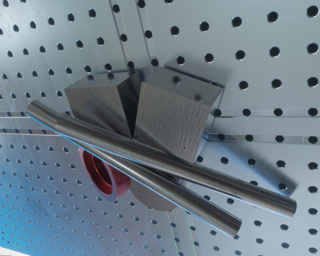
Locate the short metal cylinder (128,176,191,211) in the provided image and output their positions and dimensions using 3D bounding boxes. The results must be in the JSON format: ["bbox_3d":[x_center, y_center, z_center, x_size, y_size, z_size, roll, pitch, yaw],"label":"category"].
[{"bbox_3d":[0.002,0.068,0.430,0.080,0.050,0.079,13,124,21],"label":"short metal cylinder"}]

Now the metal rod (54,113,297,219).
[{"bbox_3d":[0.021,0.047,0.376,0.302,0.025,0.025,21,128,-2],"label":"metal rod"}]

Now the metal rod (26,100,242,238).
[{"bbox_3d":[-0.038,0.047,0.389,0.301,0.025,0.025,30,128,8],"label":"metal rod"}]

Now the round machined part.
[{"bbox_3d":[-0.074,0.055,0.454,0.098,0.042,0.097,33,137,37],"label":"round machined part"}]

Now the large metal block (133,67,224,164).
[{"bbox_3d":[0.020,-0.016,0.368,0.080,0.050,0.079,22,127,15],"label":"large metal block"}]

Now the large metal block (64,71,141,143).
[{"bbox_3d":[-0.066,-0.025,0.405,0.080,0.050,0.080,1,119,27],"label":"large metal block"}]
